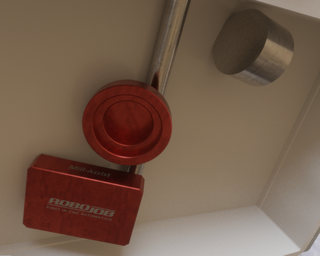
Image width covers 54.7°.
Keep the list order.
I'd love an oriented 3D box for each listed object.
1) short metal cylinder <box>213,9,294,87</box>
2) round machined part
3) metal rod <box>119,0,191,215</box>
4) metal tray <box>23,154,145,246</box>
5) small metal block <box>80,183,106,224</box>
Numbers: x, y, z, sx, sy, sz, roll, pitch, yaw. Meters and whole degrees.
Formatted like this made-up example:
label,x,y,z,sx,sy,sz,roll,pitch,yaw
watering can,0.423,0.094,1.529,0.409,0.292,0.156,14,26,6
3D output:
label,x,y,z,sx,sy,sz,roll,pitch,yaw
short metal cylinder,0.112,-0.096,0.377,0.050,0.080,0.080,15,111,-35
round machined part,-0.036,-0.009,0.358,0.099,0.042,0.097,0,115,1
metal rod,-0.016,-0.012,0.394,0.025,0.025,0.298,1,118,-30
metal tray,-0.092,0.089,0.376,0.131,0.030,0.089,13,114,-6
small metal block,-0.079,0.087,0.401,0.025,0.050,0.050,18,112,-6
